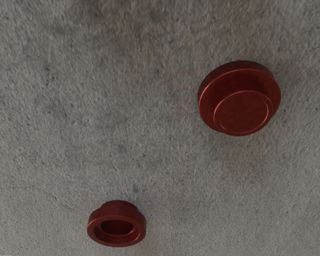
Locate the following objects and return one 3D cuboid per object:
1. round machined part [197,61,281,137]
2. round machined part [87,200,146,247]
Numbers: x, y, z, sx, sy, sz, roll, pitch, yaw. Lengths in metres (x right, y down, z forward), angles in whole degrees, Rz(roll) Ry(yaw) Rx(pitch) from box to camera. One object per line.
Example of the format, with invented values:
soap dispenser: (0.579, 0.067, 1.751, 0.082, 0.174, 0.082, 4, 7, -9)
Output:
round machined part: (0.096, -0.028, 0.374, 0.099, 0.042, 0.097, -1, 130, 0)
round machined part: (-0.072, 0.161, 0.532, 0.099, 0.042, 0.097, -1, 130, 0)
